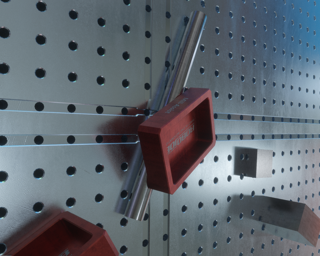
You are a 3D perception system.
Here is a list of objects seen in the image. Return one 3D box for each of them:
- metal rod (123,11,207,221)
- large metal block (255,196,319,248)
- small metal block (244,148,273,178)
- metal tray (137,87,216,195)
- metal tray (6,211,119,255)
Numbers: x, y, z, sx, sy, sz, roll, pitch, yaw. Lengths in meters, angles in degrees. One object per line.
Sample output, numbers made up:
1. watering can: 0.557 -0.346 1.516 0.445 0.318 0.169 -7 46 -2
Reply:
1. metal rod: 0.012 -0.027 0.418 0.025 0.025 0.299 29 72 -36
2. large metal block: 0.239 0.172 0.574 0.080 0.080 0.050 40 66 -33
3. small metal block: 0.178 0.063 0.558 0.050 0.025 0.050 6 86 -40
4. metal tray: 0.029 0.012 0.399 0.131 0.030 0.089 -39 128 -46
5. metal tray: -0.112 0.134 0.272 0.131 0.090 0.030 -36 113 -34
